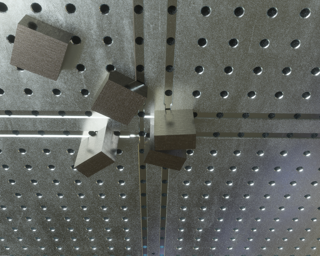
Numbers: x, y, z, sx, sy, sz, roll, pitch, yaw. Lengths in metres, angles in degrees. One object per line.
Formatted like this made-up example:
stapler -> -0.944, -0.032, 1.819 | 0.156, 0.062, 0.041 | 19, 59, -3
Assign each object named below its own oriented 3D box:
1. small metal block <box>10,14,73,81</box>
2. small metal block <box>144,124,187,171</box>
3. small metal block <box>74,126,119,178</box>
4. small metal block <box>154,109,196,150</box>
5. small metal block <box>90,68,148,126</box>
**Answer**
small metal block -> -0.129, -0.086, 0.337 | 0.050, 0.025, 0.050 | 20, 127, -17
small metal block -> 0.007, 0.026, 0.418 | 0.050, 0.050, 0.025 | 15, 129, -13
small metal block -> -0.085, 0.032, 0.421 | 0.050, 0.050, 0.025 | -30, 124, 23
small metal block -> 0.018, 0.001, 0.397 | 0.050, 0.050, 0.025 | -2, 130, 1
small metal block -> -0.050, -0.037, 0.380 | 0.050, 0.025, 0.050 | 25, 126, -20
